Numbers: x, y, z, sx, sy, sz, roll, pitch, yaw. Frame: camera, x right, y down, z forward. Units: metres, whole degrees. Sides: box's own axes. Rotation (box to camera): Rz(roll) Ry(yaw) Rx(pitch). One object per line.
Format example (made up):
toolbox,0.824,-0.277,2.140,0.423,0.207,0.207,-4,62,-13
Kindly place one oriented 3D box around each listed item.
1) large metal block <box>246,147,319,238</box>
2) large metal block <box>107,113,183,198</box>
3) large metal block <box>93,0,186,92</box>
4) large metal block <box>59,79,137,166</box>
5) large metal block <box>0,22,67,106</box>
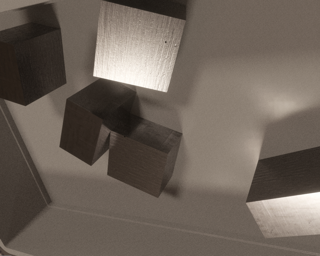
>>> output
large metal block,0.149,0.069,0.337,0.080,0.080,0.050,-20,108,35
large metal block,-0.022,0.037,0.426,0.080,0.050,0.079,21,126,15
large metal block,-0.022,-0.093,0.329,0.081,0.050,0.079,12,127,-4
large metal block,-0.081,-0.011,0.407,0.050,0.080,0.079,29,128,9
large metal block,-0.174,-0.087,0.409,0.050,0.080,0.079,17,125,18
